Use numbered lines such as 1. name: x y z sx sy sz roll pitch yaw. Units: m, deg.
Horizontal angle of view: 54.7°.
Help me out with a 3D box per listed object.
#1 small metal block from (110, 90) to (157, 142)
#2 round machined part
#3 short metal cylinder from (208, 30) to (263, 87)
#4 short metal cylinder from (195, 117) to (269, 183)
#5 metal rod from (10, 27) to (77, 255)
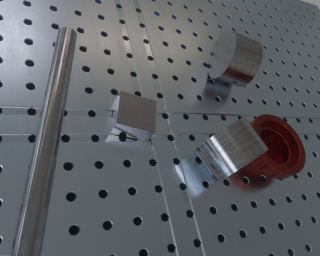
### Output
1. small metal block: -0.033 -0.015 0.399 0.050 0.025 0.050 15 56 -20
2. round machined part: 0.166 0.031 0.468 0.099 0.042 0.098 14 56 -21
3. short metal cylinder: 0.121 -0.112 0.507 0.050 0.080 0.080 15 56 -20
4. short metal cylinder: 0.093 0.029 0.406 0.081 0.080 0.050 -24 75 -37
5. metal rod: -0.122 0.002 0.341 0.025 0.025 0.299 12 57 -22
